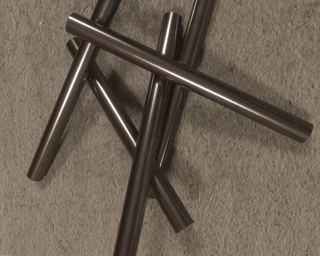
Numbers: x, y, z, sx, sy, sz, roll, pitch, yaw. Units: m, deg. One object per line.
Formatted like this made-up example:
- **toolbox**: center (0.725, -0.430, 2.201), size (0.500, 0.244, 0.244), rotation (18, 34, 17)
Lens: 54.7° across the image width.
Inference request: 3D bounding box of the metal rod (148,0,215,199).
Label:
- **metal rod**: center (0.025, -0.053, 0.399), size (0.025, 0.025, 0.298), rotation (18, 96, 19)

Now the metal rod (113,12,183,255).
- **metal rod**: center (-0.011, -0.001, 0.370), size (0.025, 0.025, 0.299), rotation (7, 76, 19)

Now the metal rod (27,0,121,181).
- **metal rod**: center (-0.122, -0.047, 0.422), size (0.025, 0.025, 0.298), rotation (36, 112, 16)

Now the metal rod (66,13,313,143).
- **metal rod**: center (0.031, -0.059, 0.359), size (0.301, 0.025, 0.025), rotation (26, 99, 3)

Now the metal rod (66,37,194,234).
- **metal rod**: center (-0.048, -0.004, 0.405), size (0.025, 0.025, 0.299), rotation (-38, 71, 16)
